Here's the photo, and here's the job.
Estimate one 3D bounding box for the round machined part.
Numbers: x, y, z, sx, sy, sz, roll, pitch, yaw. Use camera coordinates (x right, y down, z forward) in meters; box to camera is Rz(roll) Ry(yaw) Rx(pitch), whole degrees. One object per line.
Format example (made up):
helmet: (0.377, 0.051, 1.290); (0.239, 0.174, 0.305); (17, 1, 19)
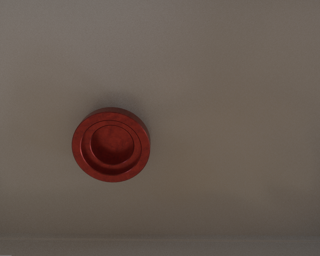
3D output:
round machined part: (-0.061, 0.019, 0.409); (0.099, 0.042, 0.097); (0, 110, 0)
